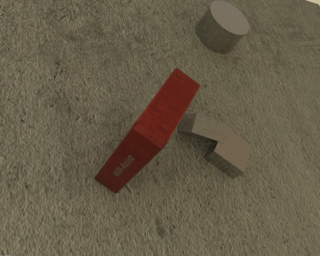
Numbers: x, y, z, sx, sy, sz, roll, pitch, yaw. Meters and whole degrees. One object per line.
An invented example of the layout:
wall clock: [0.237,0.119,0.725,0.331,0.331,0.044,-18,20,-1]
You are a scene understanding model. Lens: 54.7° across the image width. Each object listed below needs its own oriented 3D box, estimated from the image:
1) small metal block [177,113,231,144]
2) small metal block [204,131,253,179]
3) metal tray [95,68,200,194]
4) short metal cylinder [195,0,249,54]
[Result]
small metal block: [0.057,0.001,0.414,0.050,0.050,0.025,19,84,-17]
small metal block: [0.097,0.034,0.435,0.050,0.025,0.050,35,51,-5]
metal tray: [-0.016,0.007,0.323,0.030,0.129,0.090,36,51,-5]
short metal cylinder: [0.112,-0.181,0.558,0.081,0.050,0.080,14,56,-21]
